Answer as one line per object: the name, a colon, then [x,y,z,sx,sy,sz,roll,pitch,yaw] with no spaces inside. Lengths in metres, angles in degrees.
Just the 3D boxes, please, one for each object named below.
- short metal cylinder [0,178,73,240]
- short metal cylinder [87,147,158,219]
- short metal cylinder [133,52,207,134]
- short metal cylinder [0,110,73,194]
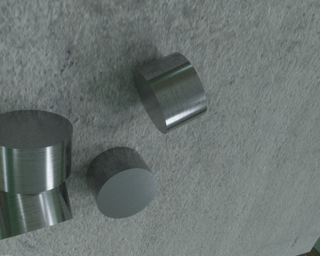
short metal cylinder: [-0.141,0.086,0.340,0.081,0.080,0.050,-11,79,-23]
short metal cylinder: [-0.050,0.072,0.409,0.081,0.050,0.079,-14,125,-21]
short metal cylinder: [0.010,-0.040,0.354,0.050,0.080,0.080,-27,128,-12]
short metal cylinder: [-0.131,0.021,0.313,0.081,0.080,0.050,-4,120,-27]
